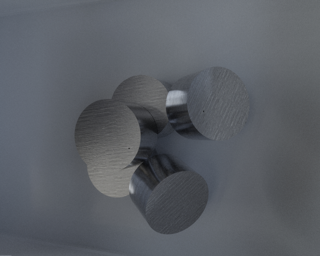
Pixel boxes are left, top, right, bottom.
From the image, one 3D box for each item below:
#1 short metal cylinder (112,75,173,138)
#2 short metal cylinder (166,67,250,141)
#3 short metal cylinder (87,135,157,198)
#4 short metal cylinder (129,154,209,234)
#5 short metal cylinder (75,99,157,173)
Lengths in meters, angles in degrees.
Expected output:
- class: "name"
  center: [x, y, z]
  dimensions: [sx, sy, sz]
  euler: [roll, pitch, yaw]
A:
- class: "short metal cylinder"
  center: [-0.016, -0.025, 0.400]
  dimensions: [0.080, 0.050, 0.079]
  euler: [0, 90, 19]
- class: "short metal cylinder"
  center: [0.054, -0.026, 0.354]
  dimensions: [0.081, 0.050, 0.079]
  euler: [1, 89, -25]
- class: "short metal cylinder"
  center: [-0.048, 0.047, 0.412]
  dimensions: [0.080, 0.050, 0.079]
  euler: [0, 90, 19]
- class: "short metal cylinder"
  center: [0.010, 0.077, 0.368]
  dimensions: [0.050, 0.081, 0.080]
  euler: [35, 105, 58]
- class: "short metal cylinder"
  center: [-0.049, 0.008, 0.357]
  dimensions: [0.080, 0.050, 0.079]
  euler: [0, 90, 19]
